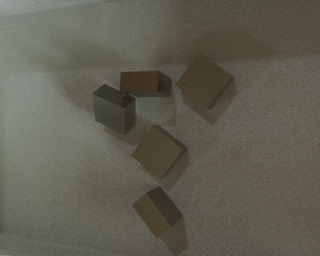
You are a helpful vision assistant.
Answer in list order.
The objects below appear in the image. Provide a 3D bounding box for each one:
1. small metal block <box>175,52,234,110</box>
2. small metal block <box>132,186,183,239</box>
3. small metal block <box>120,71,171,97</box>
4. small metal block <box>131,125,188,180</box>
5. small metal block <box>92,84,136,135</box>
[{"bbox_3d":[0.056,-0.058,0.390,0.050,0.025,0.050,40,102,15],"label":"small metal block"},{"bbox_3d":[-0.002,0.106,0.397,0.025,0.050,0.050,-42,77,15],"label":"small metal block"},{"bbox_3d":[-0.018,-0.056,0.402,0.050,0.050,0.025,2,88,20],"label":"small metal block"},{"bbox_3d":[-0.001,0.031,0.410,0.050,0.025,0.050,39,102,15],"label":"small metal block"},{"bbox_3d":[-0.061,-0.025,0.417,0.050,0.025,0.050,25,140,17],"label":"small metal block"}]
